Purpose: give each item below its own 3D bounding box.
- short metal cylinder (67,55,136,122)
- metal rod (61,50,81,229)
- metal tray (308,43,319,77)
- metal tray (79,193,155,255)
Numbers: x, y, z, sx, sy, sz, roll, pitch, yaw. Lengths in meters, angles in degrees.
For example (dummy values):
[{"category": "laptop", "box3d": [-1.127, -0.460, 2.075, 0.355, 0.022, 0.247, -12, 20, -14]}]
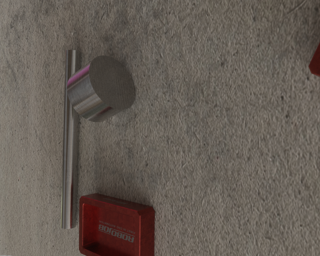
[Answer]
[{"category": "short metal cylinder", "box3d": [-0.081, -0.054, 0.433, 0.050, 0.081, 0.080, -24, 75, 37]}, {"category": "metal rod", "box3d": [-0.152, 0.020, 0.526, 0.025, 0.025, 0.298, 3, 92, 39]}, {"category": "metal tray", "box3d": [0.199, -0.064, 0.237, 0.130, 0.030, 0.089, 31, 109, 35]}, {"category": "metal tray", "box3d": [-0.067, 0.152, 0.454, 0.130, 0.030, 0.089, 2, 91, 39]}]
